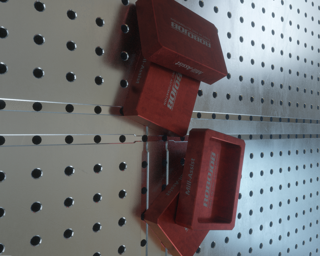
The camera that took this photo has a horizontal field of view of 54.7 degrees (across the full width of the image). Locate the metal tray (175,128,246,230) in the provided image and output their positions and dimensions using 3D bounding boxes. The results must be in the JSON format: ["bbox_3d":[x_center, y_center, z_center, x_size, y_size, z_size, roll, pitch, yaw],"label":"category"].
[{"bbox_3d":[0.073,0.072,0.429,0.091,0.030,0.129,16,80,-39],"label":"metal tray"}]

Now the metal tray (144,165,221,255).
[{"bbox_3d":[0.046,0.110,0.447,0.131,0.030,0.090,-47,118,-30],"label":"metal tray"}]

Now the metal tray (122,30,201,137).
[{"bbox_3d":[0.011,-0.062,0.417,0.090,0.030,0.130,26,74,-37],"label":"metal tray"}]

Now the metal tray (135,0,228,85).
[{"bbox_3d":[0.032,-0.117,0.411,0.131,0.030,0.090,12,60,-41],"label":"metal tray"}]
